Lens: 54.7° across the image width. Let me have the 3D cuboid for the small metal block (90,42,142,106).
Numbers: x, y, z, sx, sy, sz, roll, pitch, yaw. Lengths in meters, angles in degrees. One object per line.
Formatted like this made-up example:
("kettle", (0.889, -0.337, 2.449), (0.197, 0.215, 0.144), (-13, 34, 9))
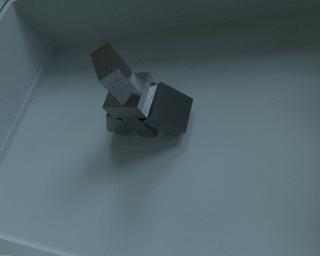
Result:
("small metal block", (-0.050, -0.061, 0.354), (0.025, 0.050, 0.050), (-31, 51, 9))

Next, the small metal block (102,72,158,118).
("small metal block", (-0.036, -0.040, 0.382), (0.050, 0.025, 0.050), (1, 62, 28))

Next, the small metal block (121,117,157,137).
("small metal block", (-0.021, -0.022, 0.412), (0.025, 0.050, 0.050), (1, 62, 29))

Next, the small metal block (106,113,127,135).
("small metal block", (-0.054, -0.024, 0.427), (0.025, 0.050, 0.050), (16, 66, -2))

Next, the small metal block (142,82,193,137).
("small metal block", (0.010, -0.023, 0.393), (0.025, 0.050, 0.050), (-28, 42, 56))
